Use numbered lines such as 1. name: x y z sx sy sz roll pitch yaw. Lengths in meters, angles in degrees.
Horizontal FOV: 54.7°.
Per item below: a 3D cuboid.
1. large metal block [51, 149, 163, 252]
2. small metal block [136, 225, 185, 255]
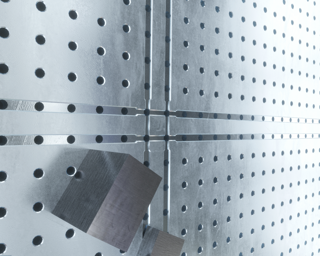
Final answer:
1. large metal block: -0.056 0.071 0.326 0.050 0.080 0.080 41 65 -33
2. small metal block: 0.000 0.163 0.410 0.050 0.025 0.050 34 69 -35
